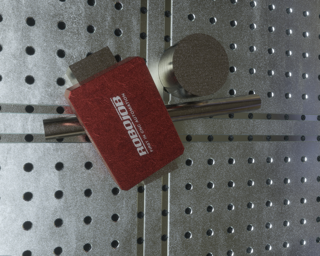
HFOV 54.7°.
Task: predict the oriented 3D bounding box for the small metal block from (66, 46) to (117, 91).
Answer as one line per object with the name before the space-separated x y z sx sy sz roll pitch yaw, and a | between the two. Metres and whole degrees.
small metal block | -0.082 -0.070 0.369 0.050 0.050 0.025 -33 101 -17

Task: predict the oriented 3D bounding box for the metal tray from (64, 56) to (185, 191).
metal tray | -0.037 -0.005 0.356 0.091 0.030 0.129 -32 112 -17

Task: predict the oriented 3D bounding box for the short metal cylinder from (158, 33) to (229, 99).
short metal cylinder | 0.044 -0.081 0.416 0.081 0.050 0.079 0 90 -21

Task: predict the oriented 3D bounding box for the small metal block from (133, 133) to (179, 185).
small metal block | -0.011 0.040 0.408 0.050 0.025 0.050 -25 99 -19

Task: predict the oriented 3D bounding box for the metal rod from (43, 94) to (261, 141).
metal rod | 0.005 -0.019 0.415 0.303 0.025 0.025 -8 93 -20
